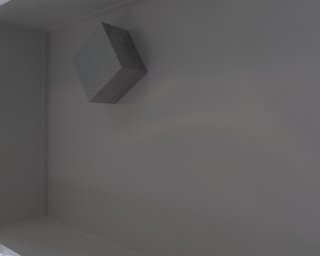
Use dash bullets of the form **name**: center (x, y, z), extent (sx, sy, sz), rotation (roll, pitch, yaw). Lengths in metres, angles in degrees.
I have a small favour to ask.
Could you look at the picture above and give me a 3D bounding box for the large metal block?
- **large metal block**: center (-0.075, -0.092, 0.454), extent (0.080, 0.050, 0.080), rotation (-38, 67, 33)
